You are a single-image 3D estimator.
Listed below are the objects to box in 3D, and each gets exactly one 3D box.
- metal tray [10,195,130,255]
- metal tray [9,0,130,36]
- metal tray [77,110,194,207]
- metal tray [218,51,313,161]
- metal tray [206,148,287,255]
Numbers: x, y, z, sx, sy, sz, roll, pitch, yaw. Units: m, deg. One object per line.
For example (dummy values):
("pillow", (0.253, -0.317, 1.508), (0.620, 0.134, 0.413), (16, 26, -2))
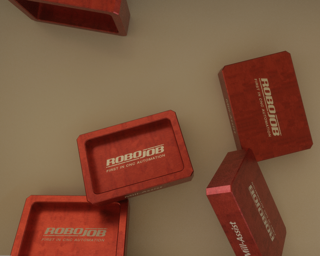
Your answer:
("metal tray", (-0.106, 0.131, 0.384), (0.131, 0.030, 0.090), (1, 54, 0))
("metal tray", (-0.107, -0.149, 0.377), (0.131, 0.090, 0.030), (10, 90, 0))
("metal tray", (-0.032, 0.038, 0.392), (0.131, 0.030, 0.090), (-16, 69, 0))
("metal tray", (0.138, -0.027, 0.410), (0.090, 0.030, 0.129), (-14, 90, 0))
("metal tray", (0.107, 0.101, 0.366), (0.030, 0.090, 0.129), (-17, 105, 36))
